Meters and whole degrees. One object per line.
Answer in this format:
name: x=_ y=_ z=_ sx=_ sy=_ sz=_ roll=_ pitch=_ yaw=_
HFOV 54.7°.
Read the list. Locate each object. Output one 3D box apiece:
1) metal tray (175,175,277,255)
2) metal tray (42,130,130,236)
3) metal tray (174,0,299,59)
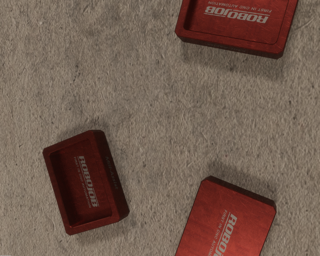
metal tray: x=0.076 y=0.135 z=0.379 sx=0.090 sy=0.030 sz=0.129 roll=20 pitch=97 yaw=18
metal tray: x=-0.107 y=0.077 z=0.442 sx=0.090 sy=0.030 sz=0.129 roll=-21 pitch=83 yaw=18
metal tray: x=0.092 y=-0.141 z=0.373 sx=0.130 sy=0.030 sz=0.089 roll=16 pitch=95 yaw=18
